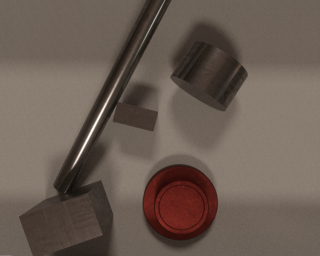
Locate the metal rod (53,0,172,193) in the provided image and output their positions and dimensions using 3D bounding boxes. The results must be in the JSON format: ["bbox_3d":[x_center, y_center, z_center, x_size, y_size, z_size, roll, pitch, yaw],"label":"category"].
[{"bbox_3d":[-0.057,-0.048,0.377,0.025,0.025,0.298,30,103,-1],"label":"metal rod"}]

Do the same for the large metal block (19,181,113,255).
[{"bbox_3d":[-0.110,0.108,0.383,0.080,0.080,0.050,-19,91,0],"label":"large metal block"}]

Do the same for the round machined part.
[{"bbox_3d":[0.027,0.098,0.403,0.099,0.042,0.097,0,90,-1],"label":"round machined part"}]

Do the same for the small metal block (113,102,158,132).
[{"bbox_3d":[-0.030,-0.014,0.399,0.050,0.050,0.025,14,90,-1],"label":"small metal block"}]

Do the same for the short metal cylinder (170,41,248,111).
[{"bbox_3d":[0.060,-0.063,0.385,0.080,0.080,0.050,33,90,-1],"label":"short metal cylinder"}]
